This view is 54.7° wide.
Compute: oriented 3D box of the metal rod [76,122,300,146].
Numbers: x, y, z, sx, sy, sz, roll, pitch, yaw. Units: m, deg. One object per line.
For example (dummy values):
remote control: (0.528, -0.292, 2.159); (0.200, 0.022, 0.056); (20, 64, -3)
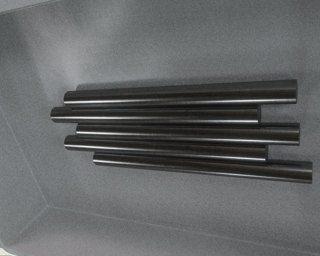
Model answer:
metal rod: (0.016, 0.004, 0.400); (0.301, 0.025, 0.025); (1, 119, 27)

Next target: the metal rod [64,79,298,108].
metal rod: (0.004, -0.039, 0.380); (0.301, 0.025, 0.025); (1, 119, 27)

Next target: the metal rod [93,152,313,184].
metal rod: (0.037, 0.048, 0.416); (0.301, 0.025, 0.025); (1, 119, 27)

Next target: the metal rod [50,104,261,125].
metal rod: (-0.025, -0.018, 0.407); (0.301, 0.025, 0.025); (1, 119, 27)

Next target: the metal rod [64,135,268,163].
metal rod: (-0.010, 0.026, 0.427); (0.301, 0.025, 0.025); (1, 119, 27)
